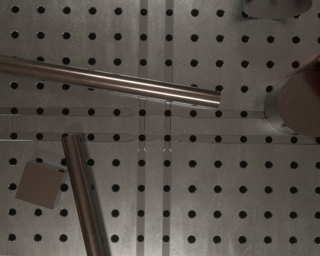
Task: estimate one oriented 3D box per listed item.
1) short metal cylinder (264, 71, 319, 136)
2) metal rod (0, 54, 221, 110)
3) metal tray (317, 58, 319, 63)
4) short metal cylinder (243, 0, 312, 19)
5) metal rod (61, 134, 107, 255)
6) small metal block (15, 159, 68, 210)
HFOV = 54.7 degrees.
[{"bbox_3d":[0.184,-0.030,0.403,0.081,0.050,0.079,0,90,0],"label":"short metal cylinder"},{"bbox_3d":[-0.071,-0.062,0.412,0.302,0.025,0.025,9,90,-1],"label":"metal rod"},{"bbox_3d":[0.251,-0.040,0.382,0.030,0.090,0.130,-38,90,27],"label":"metal tray"},{"bbox_3d":[0.148,-0.175,0.388,0.081,0.080,0.050,3,90,-1],"label":"short metal cylinder"},{"bbox_3d":[-0.087,0.156,0.412,0.025,0.025,0.298,-13,90,0],"label":"metal rod"},{"bbox_3d":[-0.156,0.074,0.411,0.050,0.025,0.050,18,90,-1],"label":"small metal block"}]
